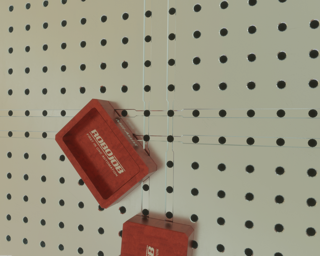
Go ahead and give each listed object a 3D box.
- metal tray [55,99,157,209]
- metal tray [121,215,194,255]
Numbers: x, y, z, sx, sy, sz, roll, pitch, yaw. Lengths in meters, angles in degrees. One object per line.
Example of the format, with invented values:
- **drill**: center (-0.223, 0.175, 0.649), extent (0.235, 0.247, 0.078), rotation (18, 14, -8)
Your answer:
- **metal tray**: center (-0.078, 0.035, 0.438), extent (0.090, 0.030, 0.130), rotation (-41, 77, 15)
- **metal tray**: center (-0.007, 0.191, 0.413), extent (0.090, 0.030, 0.129), rotation (5, 92, 20)
